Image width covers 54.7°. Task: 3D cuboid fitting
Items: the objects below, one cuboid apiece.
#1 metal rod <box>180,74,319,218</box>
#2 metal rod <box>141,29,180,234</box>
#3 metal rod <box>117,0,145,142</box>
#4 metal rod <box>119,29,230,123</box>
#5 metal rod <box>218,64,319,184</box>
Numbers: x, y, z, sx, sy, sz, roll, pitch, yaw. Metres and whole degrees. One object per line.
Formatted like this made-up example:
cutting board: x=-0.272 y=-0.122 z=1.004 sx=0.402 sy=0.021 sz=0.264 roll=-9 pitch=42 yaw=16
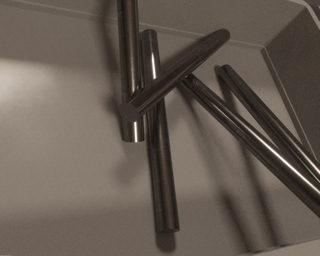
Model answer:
metal rod: x=0.102 y=0.003 z=0.388 sx=0.025 sy=0.025 sz=0.300 roll=-11 pitch=44 yaw=-33
metal rod: x=-0.004 y=-0.016 z=0.414 sx=0.025 sy=0.025 sz=0.299 roll=9 pitch=58 yaw=-24
metal rod: x=-0.038 y=-0.132 z=0.373 sx=0.025 sy=0.025 sz=0.298 roll=-5 pitch=95 yaw=-31
metal rod: x=0.040 y=-0.091 z=0.442 sx=0.025 sy=0.025 sz=0.302 roll=43 pitch=44 yaw=1
metal rod: x=0.155 y=-0.002 z=0.424 sx=0.025 sy=0.025 sz=0.300 roll=5 pitch=38 yaw=-26
